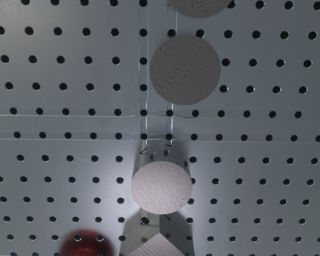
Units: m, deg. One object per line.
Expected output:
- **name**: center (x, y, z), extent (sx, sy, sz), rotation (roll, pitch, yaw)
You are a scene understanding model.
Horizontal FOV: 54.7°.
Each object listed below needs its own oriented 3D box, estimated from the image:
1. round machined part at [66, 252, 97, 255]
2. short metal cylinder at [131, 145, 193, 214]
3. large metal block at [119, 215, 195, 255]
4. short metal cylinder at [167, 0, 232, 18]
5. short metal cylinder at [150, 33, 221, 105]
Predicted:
- **round machined part**: center (-0.125, 0.237, 0.491), extent (0.099, 0.042, 0.097), rotation (0, 110, 0)
- **short metal cylinder**: center (0.002, 0.070, 0.426), extent (0.081, 0.050, 0.079), rotation (0, 110, 0)
- **large metal block**: center (-0.004, 0.188, 0.469), extent (0.080, 0.050, 0.080), rotation (-40, 106, 13)
- **short metal cylinder**: center (0.042, -0.163, 0.340), extent (0.081, 0.050, 0.079), rotation (0, 110, 0)
- **short metal cylinder**: center (0.028, -0.073, 0.373), extent (0.081, 0.050, 0.079), rotation (0, 110, 0)
